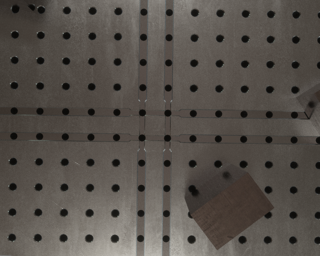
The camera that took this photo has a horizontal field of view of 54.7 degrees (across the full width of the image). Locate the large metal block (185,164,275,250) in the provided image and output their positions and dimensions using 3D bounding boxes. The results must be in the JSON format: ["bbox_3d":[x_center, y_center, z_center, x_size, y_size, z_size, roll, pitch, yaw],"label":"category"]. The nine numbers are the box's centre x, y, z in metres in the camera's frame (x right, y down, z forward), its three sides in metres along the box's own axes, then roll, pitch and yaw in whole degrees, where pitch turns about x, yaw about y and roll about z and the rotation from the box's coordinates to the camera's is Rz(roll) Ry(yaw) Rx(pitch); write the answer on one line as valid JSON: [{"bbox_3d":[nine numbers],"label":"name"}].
[{"bbox_3d":[0.081,0.093,0.387,0.080,0.080,0.050,-36,90,0],"label":"large metal block"}]

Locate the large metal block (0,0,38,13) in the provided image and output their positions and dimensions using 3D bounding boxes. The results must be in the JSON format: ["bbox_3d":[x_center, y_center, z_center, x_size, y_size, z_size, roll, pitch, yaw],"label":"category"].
[{"bbox_3d":[-0.202,-0.205,0.398,0.080,0.050,0.080,12,90,-1],"label":"large metal block"}]

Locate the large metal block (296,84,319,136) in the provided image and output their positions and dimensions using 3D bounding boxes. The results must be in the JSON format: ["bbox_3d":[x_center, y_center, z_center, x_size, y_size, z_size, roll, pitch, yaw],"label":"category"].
[{"bbox_3d":[0.244,-0.029,0.404,0.080,0.050,0.080,-31,90,0],"label":"large metal block"}]
